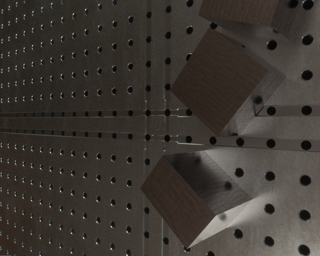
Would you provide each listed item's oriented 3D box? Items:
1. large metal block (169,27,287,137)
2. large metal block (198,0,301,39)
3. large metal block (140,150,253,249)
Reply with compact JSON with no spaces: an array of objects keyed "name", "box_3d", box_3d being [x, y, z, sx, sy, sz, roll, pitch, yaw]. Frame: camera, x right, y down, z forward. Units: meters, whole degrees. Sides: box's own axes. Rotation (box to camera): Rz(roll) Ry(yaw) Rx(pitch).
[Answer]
[{"name":"large metal block","box_3d":[0.070,-0.048,0.334,0.080,0.050,0.080,48,118,29]},{"name":"large metal block","box_3d":[0.096,-0.142,0.313,0.080,0.050,0.079,25,106,37]},{"name":"large metal block","box_3d":[0.040,0.072,0.339,0.080,0.081,0.050,47,118,29]}]
